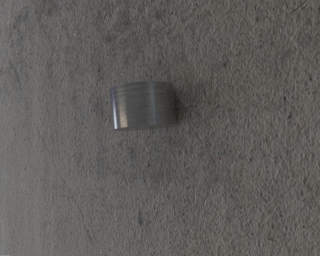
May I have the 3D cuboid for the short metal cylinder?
[{"bbox_3d":[-0.021,-0.025,0.388,0.080,0.081,0.050,-8,85,40],"label":"short metal cylinder"}]
